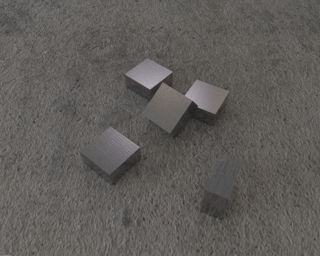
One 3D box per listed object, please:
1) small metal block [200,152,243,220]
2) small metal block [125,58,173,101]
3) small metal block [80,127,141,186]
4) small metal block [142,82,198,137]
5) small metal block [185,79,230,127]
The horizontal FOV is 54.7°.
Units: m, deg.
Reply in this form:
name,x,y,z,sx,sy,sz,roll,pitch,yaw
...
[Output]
name,x,y,z,sx,sy,sz,roll,pitch,yaw
small metal block,0.066,0.063,0.334,0.025,0.050,0.050,19,53,15
small metal block,-0.016,-0.073,0.464,0.050,0.025,0.050,33,57,25
small metal block,-0.059,0.033,0.375,0.050,0.025,0.050,33,57,24
small metal block,0.013,-0.024,0.407,0.050,0.025,0.050,36,94,26
small metal block,0.063,-0.036,0.434,0.050,0.025,0.050,23,54,18
